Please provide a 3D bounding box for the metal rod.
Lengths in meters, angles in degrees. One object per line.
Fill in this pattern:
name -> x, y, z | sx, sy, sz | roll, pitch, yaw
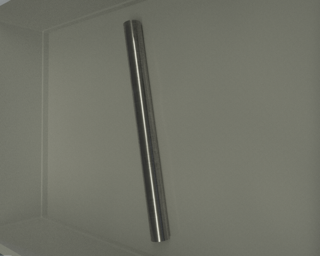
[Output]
metal rod -> -0.020, -0.001, 0.424 | 0.025, 0.025, 0.299 | -13, 82, 39
